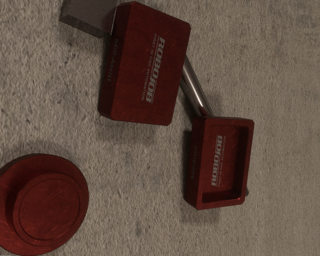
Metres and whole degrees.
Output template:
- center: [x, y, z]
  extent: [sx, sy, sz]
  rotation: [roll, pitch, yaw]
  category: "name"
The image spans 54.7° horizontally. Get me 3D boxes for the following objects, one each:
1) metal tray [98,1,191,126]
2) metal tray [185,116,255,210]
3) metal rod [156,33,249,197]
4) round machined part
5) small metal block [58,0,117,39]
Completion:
- center: [-0.017, -0.071, 0.370]
  extent: [0.091, 0.030, 0.129]
  rotation: [6, 99, -39]
  category: "metal tray"
- center: [0.087, 0.049, 0.453]
  extent: [0.091, 0.030, 0.129]
  rotation: [1, 98, -28]
  category: "metal tray"
- center: [0.072, -0.010, 0.467]
  extent: [0.025, 0.025, 0.299]
  rotation: [-43, 116, -32]
  category: "metal rod"
- center: [-0.113, 0.075, 0.300]
  extent: [0.099, 0.042, 0.097]
  rotation: [0, 90, -40]
  category: "round machined part"
- center: [-0.078, -0.134, 0.341]
  extent: [0.050, 0.025, 0.050]
  rotation: [16, 80, -39]
  category: "small metal block"
